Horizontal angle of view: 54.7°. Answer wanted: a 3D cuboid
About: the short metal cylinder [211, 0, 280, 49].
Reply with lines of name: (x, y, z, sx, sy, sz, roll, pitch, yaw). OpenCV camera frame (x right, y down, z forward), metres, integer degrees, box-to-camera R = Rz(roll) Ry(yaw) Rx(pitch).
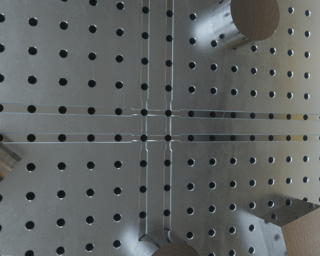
short metal cylinder: (0.122, -0.159, 0.444, 0.081, 0.050, 0.079, 0, 90, -20)

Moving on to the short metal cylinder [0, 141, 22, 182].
short metal cylinder: (-0.189, 0.046, 0.314, 0.050, 0.080, 0.080, 44, 76, -15)

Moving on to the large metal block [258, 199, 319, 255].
large metal block: (0.209, 0.166, 0.477, 0.081, 0.050, 0.080, -18, 96, -19)

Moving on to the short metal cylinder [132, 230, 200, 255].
short metal cylinder: (0.008, 0.180, 0.403, 0.081, 0.050, 0.079, 0, 90, -20)
